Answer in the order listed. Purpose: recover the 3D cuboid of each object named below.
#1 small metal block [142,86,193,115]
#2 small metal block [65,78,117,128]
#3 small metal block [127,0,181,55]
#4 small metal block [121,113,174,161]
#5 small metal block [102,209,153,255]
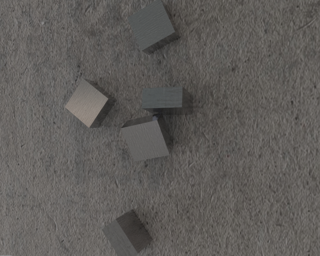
[{"bbox_3d":[0.011,-0.033,0.390,0.050,0.050,0.025,0,83,20],"label":"small metal block"},{"bbox_3d":[-0.099,-0.035,0.444,0.050,0.025,0.050,39,102,15],"label":"small metal block"},{"bbox_3d":[-0.008,-0.134,0.412,0.050,0.025,0.050,-25,82,18],"label":"small metal block"},{"bbox_3d":[-0.016,0.012,0.405,0.050,0.025,0.050,-12,111,19],"label":"small metal block"},{"bbox_3d":[-0.042,0.142,0.410,0.025,0.050,0.050,-40,78,16],"label":"small metal block"}]
